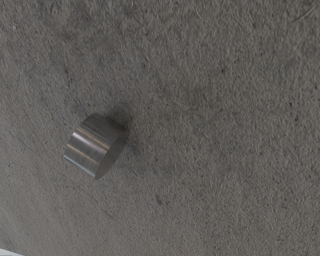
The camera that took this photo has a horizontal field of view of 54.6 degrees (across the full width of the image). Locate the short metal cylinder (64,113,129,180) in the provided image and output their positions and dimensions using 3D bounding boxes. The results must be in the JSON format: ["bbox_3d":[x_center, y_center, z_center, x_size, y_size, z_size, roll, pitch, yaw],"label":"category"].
[{"bbox_3d":[-0.087,0.025,0.434,0.050,0.080,0.080,32,129,8],"label":"short metal cylinder"}]
